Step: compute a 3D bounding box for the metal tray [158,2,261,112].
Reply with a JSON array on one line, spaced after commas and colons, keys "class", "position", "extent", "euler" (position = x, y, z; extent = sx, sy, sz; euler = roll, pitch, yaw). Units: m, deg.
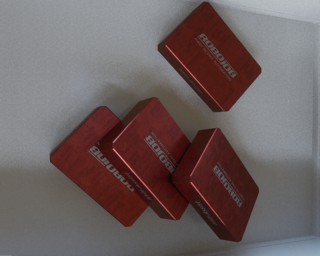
[{"class": "metal tray", "position": [0.072, -0.097, 0.436], "extent": [0.130, 0.030, 0.090], "euler": [46, 76, -15]}]

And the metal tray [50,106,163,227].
[{"class": "metal tray", "position": [-0.058, 0.047, 0.387], "extent": [0.130, 0.030, 0.090], "euler": [46, 76, -15]}]

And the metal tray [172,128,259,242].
[{"class": "metal tray", "position": [0.079, 0.075, 0.408], "extent": [0.130, 0.030, 0.090], "euler": [53, 52, -25]}]

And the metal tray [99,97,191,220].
[{"class": "metal tray", "position": [-0.001, 0.039, 0.384], "extent": [0.130, 0.030, 0.090], "euler": [52, 54, -21]}]
